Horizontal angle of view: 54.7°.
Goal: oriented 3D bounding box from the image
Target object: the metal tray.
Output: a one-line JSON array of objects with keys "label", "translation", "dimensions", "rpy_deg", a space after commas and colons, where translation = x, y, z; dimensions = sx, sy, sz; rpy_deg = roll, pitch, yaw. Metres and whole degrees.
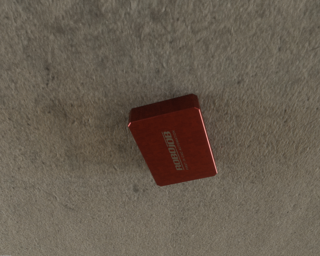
[{"label": "metal tray", "translation": [0.021, 0.022, 0.423], "dimensions": [0.090, 0.030, 0.129], "rpy_deg": [-13, 129, 10]}]
